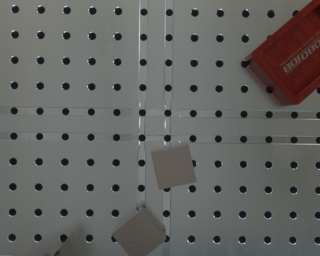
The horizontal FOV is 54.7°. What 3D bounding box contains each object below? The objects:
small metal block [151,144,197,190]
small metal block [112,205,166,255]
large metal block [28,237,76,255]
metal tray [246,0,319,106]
[{"bbox_3d":[0.018,0.051,0.414,0.050,0.025,0.050,-12,90,-1],"label":"small metal block"},{"bbox_3d":[-0.027,0.141,0.413,0.050,0.025,0.050,-39,91,0],"label":"small metal block"},{"bbox_3d":[-0.152,0.189,0.384,0.080,0.080,0.050,-24,90,0],"label":"large metal block"},{"bbox_3d":[0.194,-0.103,0.413,0.130,0.030,0.090,-41,91,-1],"label":"metal tray"}]
